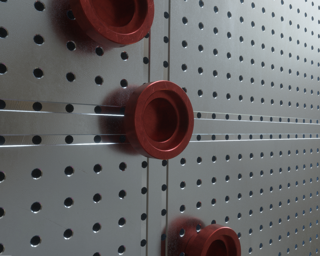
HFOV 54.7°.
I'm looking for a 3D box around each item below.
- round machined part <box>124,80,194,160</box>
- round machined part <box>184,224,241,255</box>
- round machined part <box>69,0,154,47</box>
[{"bbox_3d":[-0.005,-0.010,0.396,0.099,0.042,0.097,0,90,-40],"label":"round machined part"},{"bbox_3d":[0.075,0.193,0.464,0.099,0.042,0.097,0,90,-40],"label":"round machined part"},{"bbox_3d":[-0.057,-0.140,0.351,0.099,0.042,0.097,0,90,-40],"label":"round machined part"}]
